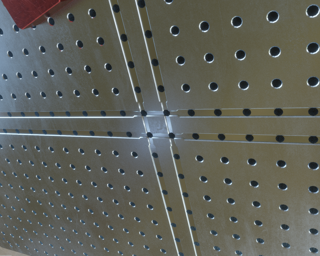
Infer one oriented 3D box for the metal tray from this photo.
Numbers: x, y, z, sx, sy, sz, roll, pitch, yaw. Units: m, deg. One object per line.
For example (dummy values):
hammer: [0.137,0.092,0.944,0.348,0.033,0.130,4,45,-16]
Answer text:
metal tray: [-0.172,-0.199,0.375,0.090,0.030,0.130,-16,110,34]
